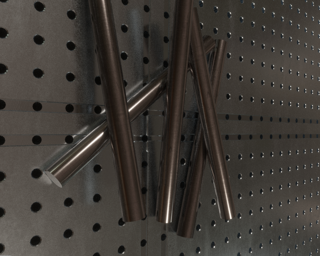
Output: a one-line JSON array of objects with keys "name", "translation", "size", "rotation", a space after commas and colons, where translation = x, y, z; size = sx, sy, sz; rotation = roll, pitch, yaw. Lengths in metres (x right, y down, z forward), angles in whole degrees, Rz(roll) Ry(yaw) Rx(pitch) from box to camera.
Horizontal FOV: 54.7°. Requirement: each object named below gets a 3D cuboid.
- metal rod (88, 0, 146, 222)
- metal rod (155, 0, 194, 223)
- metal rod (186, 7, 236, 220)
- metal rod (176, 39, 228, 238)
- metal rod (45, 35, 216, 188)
[{"name": "metal rod", "translation": [-0.052, -0.049, 0.341], "size": [0.025, 0.025, 0.298], "rotation": [-8, 87, -40]}, {"name": "metal rod", "translation": [0.018, -0.025, 0.398], "size": [0.025, 0.025, 0.298], "rotation": [-1, 99, -40]}, {"name": "metal rod", "translation": [0.069, -0.012, 0.435], "size": [0.025, 0.025, 0.298], "rotation": [-22, 104, -38]}, {"name": "metal rod", "translation": [0.065, 0.009, 0.465], "size": [0.025, 0.025, 0.299], "rotation": [20, 78, -39]}, {"name": "metal rod", "translation": [-0.018, -0.039, 0.395], "size": [0.301, 0.025, 0.025], "rotation": [-45, 117, -31]}]
